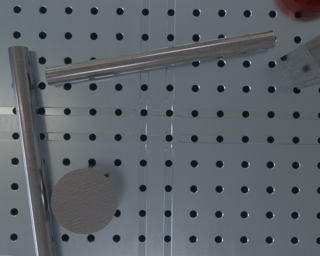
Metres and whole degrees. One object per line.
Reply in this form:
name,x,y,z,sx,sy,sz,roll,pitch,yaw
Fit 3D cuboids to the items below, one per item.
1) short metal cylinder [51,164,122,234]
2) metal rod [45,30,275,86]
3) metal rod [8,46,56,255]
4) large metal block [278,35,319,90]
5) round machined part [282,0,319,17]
short metal cylinder,-0.092,0.089,0.400,0.081,0.050,0.079,0,90,0
metal rod,0.001,-0.093,0.413,0.302,0.025,0.025,-10,90,0
metal rod,-0.169,0.042,0.411,0.025,0.025,0.298,-8,90,0
large metal block,0.210,-0.094,0.388,0.080,0.080,0.050,-31,90,0
round machined part,0.209,-0.201,0.407,0.099,0.042,0.097,0,90,0
